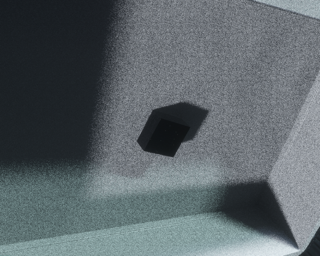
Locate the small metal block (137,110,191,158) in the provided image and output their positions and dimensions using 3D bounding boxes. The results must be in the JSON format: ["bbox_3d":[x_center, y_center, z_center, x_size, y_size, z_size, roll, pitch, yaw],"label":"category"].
[{"bbox_3d":[0.005,0.008,0.418,0.050,0.025,0.050,16,110,-35],"label":"small metal block"}]
